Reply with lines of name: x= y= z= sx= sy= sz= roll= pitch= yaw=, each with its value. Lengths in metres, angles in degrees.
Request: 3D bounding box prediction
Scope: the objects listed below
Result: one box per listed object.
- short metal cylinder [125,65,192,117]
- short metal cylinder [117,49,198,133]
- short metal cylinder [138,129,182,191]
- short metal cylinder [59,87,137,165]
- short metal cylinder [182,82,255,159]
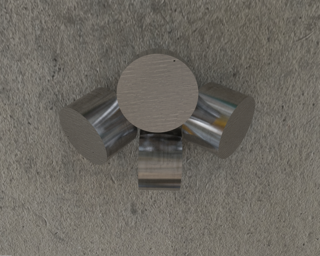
short metal cylinder: x=0.000 y=-0.042 z=0.382 sx=0.081 sy=0.050 sz=0.079 roll=0 pitch=110 yaw=-1
short metal cylinder: x=-0.002 y=-0.041 z=0.328 sx=0.081 sy=0.050 sz=0.079 roll=0 pitch=110 yaw=-1
short metal cylinder: x=0.000 y=0.039 z=0.395 sx=0.050 sy=0.080 sz=0.079 roll=2 pitch=110 yaw=-1
short metal cylinder: x=-0.074 y=-0.002 z=0.374 sx=0.080 sy=0.050 sz=0.079 roll=28 pitch=139 yaw=28
short metal cylinder: x=0.071 y=-0.009 z=0.373 sx=0.050 sy=0.081 sz=0.079 roll=28 pitch=113 yaw=31
